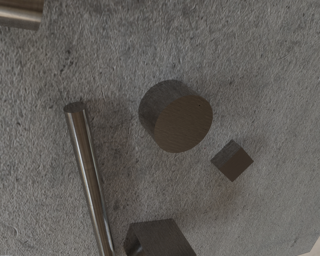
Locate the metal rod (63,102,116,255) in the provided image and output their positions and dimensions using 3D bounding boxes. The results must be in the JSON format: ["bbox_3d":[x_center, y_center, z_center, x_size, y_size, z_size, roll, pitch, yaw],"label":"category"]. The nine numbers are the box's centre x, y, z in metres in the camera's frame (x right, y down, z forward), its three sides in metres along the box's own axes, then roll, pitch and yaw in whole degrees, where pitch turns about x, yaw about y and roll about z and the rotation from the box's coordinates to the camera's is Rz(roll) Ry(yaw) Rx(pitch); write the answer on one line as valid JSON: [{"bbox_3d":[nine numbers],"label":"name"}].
[{"bbox_3d":[-0.087,0.102,0.423,0.025,0.025,0.298,-16,125,-20],"label":"metal rod"}]

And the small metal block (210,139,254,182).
[{"bbox_3d":[0.119,0.054,0.508,0.050,0.025,0.050,-45,130,3],"label":"small metal block"}]

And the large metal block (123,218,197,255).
[{"bbox_3d":[-0.003,0.195,0.492,0.081,0.080,0.050,3,117,-31],"label":"large metal block"}]

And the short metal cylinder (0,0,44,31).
[{"bbox_3d":[-0.118,-0.118,0.234,0.050,0.080,0.079,0,118,-29],"label":"short metal cylinder"}]

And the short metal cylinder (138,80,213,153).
[{"bbox_3d":[0.019,-0.015,0.394,0.081,0.050,0.079,-14,125,-21],"label":"short metal cylinder"}]
